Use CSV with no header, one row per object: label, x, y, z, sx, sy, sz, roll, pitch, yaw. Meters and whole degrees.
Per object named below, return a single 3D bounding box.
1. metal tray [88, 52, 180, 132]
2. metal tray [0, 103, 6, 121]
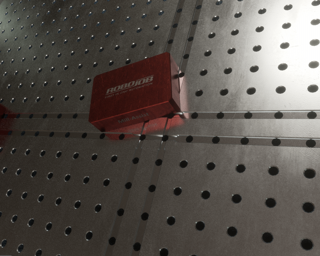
metal tray,-0.038,-0.052,0.456,0.130,0.030,0.090,-14,56,20
metal tray,-0.370,-0.007,0.599,0.130,0.030,0.090,-3,60,26
